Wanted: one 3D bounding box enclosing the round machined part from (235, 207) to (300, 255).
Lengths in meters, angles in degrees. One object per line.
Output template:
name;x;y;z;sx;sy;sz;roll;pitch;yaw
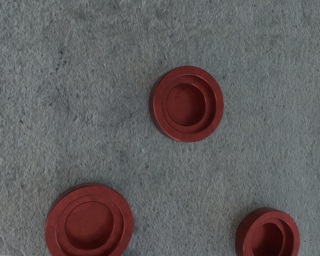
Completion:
round machined part;0.152;0.165;0.456;0.099;0.042;0.097;0;90;-20

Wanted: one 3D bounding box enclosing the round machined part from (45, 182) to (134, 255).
round machined part;-0.084;0.113;0.369;0.099;0.042;0.097;0;90;-20

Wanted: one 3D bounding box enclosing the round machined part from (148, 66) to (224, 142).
round machined part;0.031;-0.031;0.411;0.099;0.042;0.097;0;90;-20
